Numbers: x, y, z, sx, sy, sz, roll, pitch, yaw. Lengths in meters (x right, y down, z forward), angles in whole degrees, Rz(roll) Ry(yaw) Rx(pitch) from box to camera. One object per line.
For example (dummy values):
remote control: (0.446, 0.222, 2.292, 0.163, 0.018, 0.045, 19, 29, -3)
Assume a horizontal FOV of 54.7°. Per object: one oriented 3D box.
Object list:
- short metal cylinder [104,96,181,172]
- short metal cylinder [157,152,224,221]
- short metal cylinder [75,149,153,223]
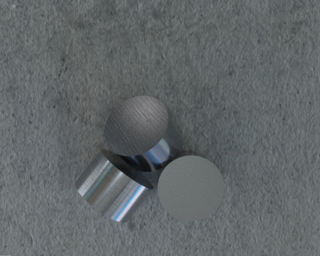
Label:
short metal cylinder: (-0.020, 0.007, 0.379, 0.080, 0.050, 0.080, -9, 59, 16)
short metal cylinder: (0.037, 0.072, 0.397, 0.081, 0.050, 0.079, 0, 91, -2)
short metal cylinder: (-0.055, 0.070, 0.382, 0.080, 0.080, 0.050, 37, 90, -1)
